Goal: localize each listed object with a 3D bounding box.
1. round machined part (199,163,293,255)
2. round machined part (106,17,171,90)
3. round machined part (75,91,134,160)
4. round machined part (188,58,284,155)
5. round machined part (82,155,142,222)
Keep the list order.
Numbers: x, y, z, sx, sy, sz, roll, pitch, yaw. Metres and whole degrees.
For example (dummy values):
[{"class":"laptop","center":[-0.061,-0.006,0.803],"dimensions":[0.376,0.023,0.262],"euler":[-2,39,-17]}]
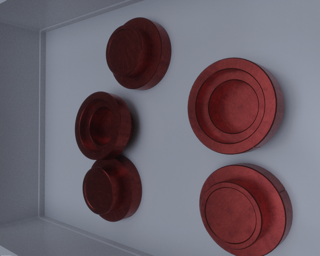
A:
[{"class":"round machined part","center":[0.083,0.088,0.326],"dimensions":[0.098,0.042,0.097],"euler":[0,90,39]},{"class":"round machined part","center":[-0.036,-0.102,0.423],"dimensions":[0.098,0.042,0.097],"euler":[0,90,39]},{"class":"round machined part","center":[-0.077,-0.002,0.453],"dimensions":[0.098,0.042,0.097],"euler":[-5,81,38]},{"class":"round machined part","center":[0.082,-0.022,0.327],"dimensions":[0.098,0.042,0.097],"euler":[0,90,39]},{"class":"round machined part","center":[-0.077,0.090,0.456],"dimensions":[0.098,0.042,0.097],"euler":[0,90,39]}]
